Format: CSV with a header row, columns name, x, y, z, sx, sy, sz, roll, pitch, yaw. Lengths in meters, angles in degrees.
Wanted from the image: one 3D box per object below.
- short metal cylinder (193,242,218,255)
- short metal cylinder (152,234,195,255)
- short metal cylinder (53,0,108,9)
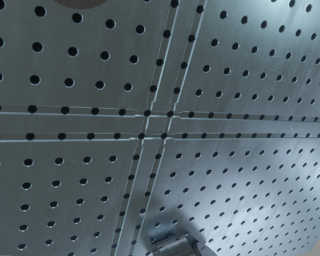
name,x,y,z,sx,sy,sz,roll,pitch,yaw
short metal cylinder,0.084,0.265,0.585,0.050,0.080,0.080,-48,129,6
short metal cylinder,0.025,0.230,0.532,0.050,0.080,0.079,-15,125,-20
short metal cylinder,-0.075,-0.147,0.263,0.081,0.050,0.079,-14,124,-21
